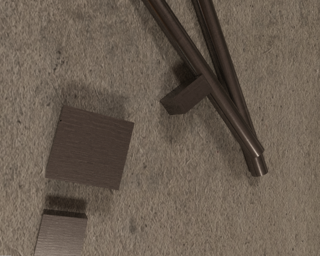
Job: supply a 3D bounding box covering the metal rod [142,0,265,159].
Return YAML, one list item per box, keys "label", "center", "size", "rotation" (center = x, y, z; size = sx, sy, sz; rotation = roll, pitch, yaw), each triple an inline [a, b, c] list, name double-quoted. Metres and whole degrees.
- label: "metal rod"
  center: [0.050, -0.085, 0.416]
  size: [0.025, 0.025, 0.299]
  rotation: [-38, 98, -16]

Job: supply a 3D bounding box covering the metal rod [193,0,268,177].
- label: "metal rod"
  center: [0.099, -0.071, 0.446]
  size: [0.025, 0.025, 0.298]
  rotation: [-23, 98, -19]

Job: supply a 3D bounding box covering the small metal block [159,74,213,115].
- label: "small metal block"
  center: [0.034, -0.043, 0.409]
  size: [0.050, 0.050, 0.025]
  rotation: [-40, 103, -16]

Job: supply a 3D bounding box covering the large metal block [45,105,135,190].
- label: "large metal block"
  center: [-0.084, 0.023, 0.365]
  size: [0.081, 0.050, 0.080]
  rotation: [14, 85, -20]

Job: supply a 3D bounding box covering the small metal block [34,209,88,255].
- label: "small metal block"
  center: [-0.117, 0.126, 0.366]
  size: [0.050, 0.025, 0.050]
  rotation: [13, 86, -20]
